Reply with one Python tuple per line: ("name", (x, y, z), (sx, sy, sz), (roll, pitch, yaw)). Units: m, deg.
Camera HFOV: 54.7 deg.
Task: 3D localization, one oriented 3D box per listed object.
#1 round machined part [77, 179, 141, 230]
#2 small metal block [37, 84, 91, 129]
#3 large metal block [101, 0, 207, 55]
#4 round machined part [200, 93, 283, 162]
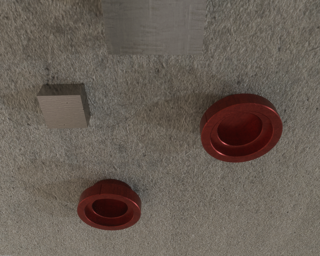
("round machined part", (-0.079, 0.119, 0.497), (0.099, 0.042, 0.097), (-1, 130, 0))
("small metal block", (-0.117, -0.027, 0.383), (0.050, 0.025, 0.050), (-1, 130, 0))
("large metal block", (-0.005, -0.107, 0.280), (0.081, 0.080, 0.050), (0, 130, -1))
("round machined part", (0.099, -0.004, 0.394), (0.099, 0.042, 0.097), (-1, 130, 0))
